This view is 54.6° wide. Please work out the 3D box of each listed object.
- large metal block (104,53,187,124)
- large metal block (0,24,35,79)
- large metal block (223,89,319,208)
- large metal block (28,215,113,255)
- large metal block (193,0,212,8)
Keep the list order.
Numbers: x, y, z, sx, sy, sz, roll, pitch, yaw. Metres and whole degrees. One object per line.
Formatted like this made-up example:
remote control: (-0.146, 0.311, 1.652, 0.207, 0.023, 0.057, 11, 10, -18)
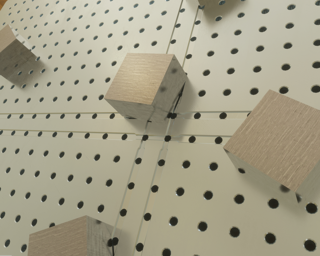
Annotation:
large metal block: (-0.019, -0.058, 0.439, 0.080, 0.050, 0.080, 10, 67, 32)
large metal block: (-0.330, -0.166, 0.670, 0.080, 0.050, 0.080, -41, 51, 0)
large metal block: (0.126, 0.019, 0.315, 0.080, 0.050, 0.080, 34, 81, 38)
large metal block: (-0.101, 0.155, 0.352, 0.080, 0.050, 0.080, -22, 54, 15)
large metal block: (0.075, -0.260, 0.513, 0.080, 0.050, 0.080, -34, 51, 6)
